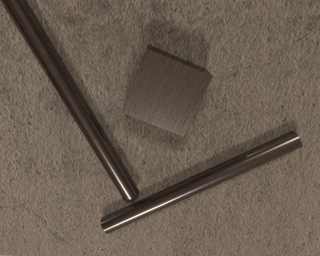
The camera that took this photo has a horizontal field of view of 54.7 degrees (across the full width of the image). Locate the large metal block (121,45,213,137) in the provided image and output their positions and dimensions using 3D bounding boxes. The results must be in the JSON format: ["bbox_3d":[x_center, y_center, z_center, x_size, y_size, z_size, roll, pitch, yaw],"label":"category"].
[{"bbox_3d":[0.007,-0.047,0.379,0.080,0.050,0.079,21,109,-8],"label":"large metal block"}]

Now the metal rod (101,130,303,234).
[{"bbox_3d":[0.052,0.080,0.439,0.301,0.025,0.025,-26,108,9],"label":"metal rod"}]

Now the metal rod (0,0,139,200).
[{"bbox_3d":[-0.107,-0.031,0.396,0.025,0.025,0.299,-25,109,8],"label":"metal rod"}]
